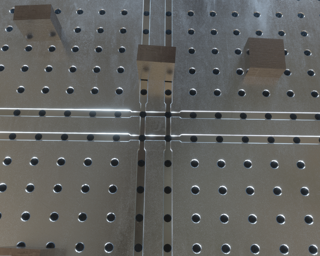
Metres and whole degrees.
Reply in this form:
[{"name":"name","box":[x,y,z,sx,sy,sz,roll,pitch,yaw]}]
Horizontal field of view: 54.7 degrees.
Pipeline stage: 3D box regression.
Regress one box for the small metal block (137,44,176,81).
[{"name":"small metal block","box":[-0.005,-0.090,0.431,0.050,0.050,0.025,4,70,1]}]

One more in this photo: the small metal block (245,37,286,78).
[{"name":"small metal block","box":[0.152,-0.102,0.451,0.050,0.025,0.050,3,70,1]}]

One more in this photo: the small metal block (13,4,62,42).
[{"name":"small metal block","box":[-0.177,-0.152,0.452,0.050,0.050,0.025,-3,70,-2]}]

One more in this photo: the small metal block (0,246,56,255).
[{"name":"small metal block","box":[-0.151,0.146,0.343,0.050,0.050,0.025,3,70,0]}]
